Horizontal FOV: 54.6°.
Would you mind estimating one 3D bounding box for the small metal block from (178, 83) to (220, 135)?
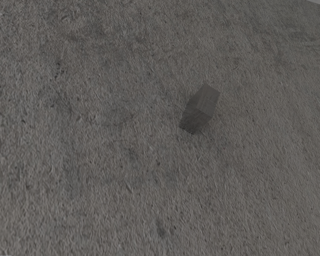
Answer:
[{"bbox_3d":[0.054,-0.026,0.432,0.025,0.050,0.050,31,52,-9],"label":"small metal block"}]
